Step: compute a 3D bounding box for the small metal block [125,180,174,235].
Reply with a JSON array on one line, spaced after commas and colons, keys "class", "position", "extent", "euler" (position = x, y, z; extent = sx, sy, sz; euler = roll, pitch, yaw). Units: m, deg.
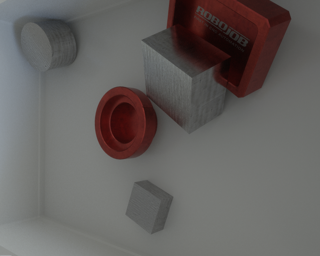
[{"class": "small metal block", "position": [-0.015, 0.105, 0.417], "extent": [0.050, 0.025, 0.050], "euler": [26, 106, 36]}]

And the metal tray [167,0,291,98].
[{"class": "metal tray", "position": [0.061, -0.104, 0.324], "extent": [0.130, 0.030, 0.089], "euler": [47, 150, 29]}]

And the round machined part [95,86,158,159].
[{"class": "round machined part", "position": [-0.042, -0.007, 0.429], "extent": [0.098, 0.042, 0.097], "euler": [0, 90, 39]}]

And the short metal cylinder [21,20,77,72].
[{"class": "short metal cylinder", "position": [-0.190, -0.141, 0.528], "extent": [0.080, 0.050, 0.079], "euler": [16, 119, 31]}]

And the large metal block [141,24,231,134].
[{"class": "large metal block", "position": [0.026, -0.054, 0.341], "extent": [0.080, 0.050, 0.080], "euler": [44, 153, 33]}]
